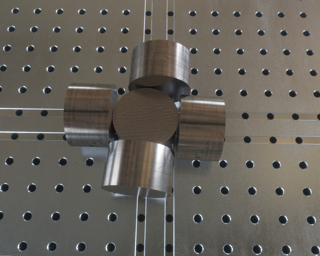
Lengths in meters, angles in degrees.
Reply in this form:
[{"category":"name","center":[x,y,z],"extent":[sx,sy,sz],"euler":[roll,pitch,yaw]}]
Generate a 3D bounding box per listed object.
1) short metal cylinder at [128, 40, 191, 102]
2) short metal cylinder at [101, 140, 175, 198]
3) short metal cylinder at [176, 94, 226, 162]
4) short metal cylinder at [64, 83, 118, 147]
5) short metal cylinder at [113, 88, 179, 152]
[{"category":"short metal cylinder","center":[0.001,-0.071,0.408],"extent":[0.080,0.080,0.050],"euler":[3,70,1]},{"category":"short metal cylinder","center":[-0.025,0.050,0.363],"extent":[0.080,0.080,0.050],"euler":[6,70,2]},{"category":"short metal cylinder","center":[0.048,0.000,0.383],"extent":[0.050,0.080,0.080],"euler":[4,70,1]},{"category":"short metal cylinder","center":[-0.083,-0.016,0.387],"extent":[0.050,0.080,0.080],"euler":[2,70,0]},{"category":"short metal cylinder","center":[-0.018,-0.005,0.400],"extent":[0.081,0.050,0.080],"euler":[1,70,-1]}]
